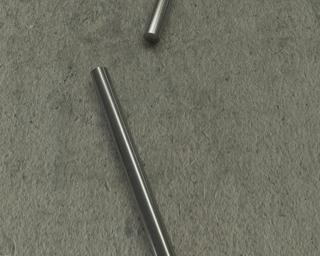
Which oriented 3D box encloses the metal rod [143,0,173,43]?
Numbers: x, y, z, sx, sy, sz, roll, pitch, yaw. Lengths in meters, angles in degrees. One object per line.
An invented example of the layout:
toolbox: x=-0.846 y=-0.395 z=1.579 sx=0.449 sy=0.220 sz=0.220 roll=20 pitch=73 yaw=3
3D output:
metal rod: x=0.026 y=-0.268 z=0.506 sx=0.025 sy=0.025 sz=0.299 roll=14 pitch=70 yaw=5

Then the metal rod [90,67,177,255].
metal rod: x=-0.032 y=0.053 z=0.388 sx=0.025 sy=0.025 sz=0.299 roll=-20 pitch=71 yaw=-7
